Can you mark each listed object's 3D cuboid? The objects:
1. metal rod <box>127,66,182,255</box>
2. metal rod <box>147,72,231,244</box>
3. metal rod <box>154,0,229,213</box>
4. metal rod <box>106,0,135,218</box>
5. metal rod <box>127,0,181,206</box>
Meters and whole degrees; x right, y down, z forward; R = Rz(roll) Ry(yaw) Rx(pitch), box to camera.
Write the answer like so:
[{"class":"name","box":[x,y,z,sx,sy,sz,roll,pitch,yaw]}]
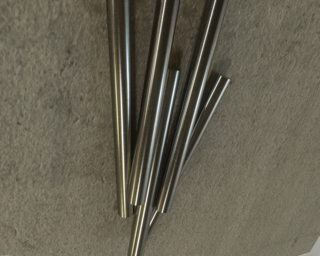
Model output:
[{"class":"metal rod","box":[-0.012,0.064,0.427,0.025,0.025,0.298,-2,115,-28]},{"class":"metal rod","box":[0.024,0.059,0.458,0.025,0.025,0.298,12,112,-34]},{"class":"metal rod","box":[0.036,-0.020,0.400,0.025,0.025,0.298,1,113,-30]},{"class":"metal rod","box":[-0.045,-0.004,0.380,0.025,0.025,0.298,-12,124,-22]},{"class":"metal rod","box":[-0.008,-0.040,0.362,0.025,0.025,0.298,-2,114,-28]}]
